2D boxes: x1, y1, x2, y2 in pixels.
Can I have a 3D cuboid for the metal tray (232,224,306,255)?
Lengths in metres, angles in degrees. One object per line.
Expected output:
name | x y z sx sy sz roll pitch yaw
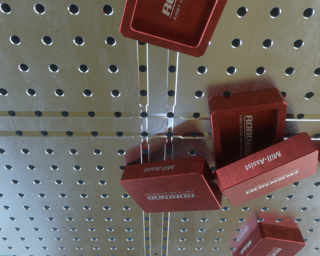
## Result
metal tray | 0.213 0.244 0.617 0.091 0.030 0.129 11 129 -10

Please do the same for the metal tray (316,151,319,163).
metal tray | 0.308 0.045 0.448 0.130 0.030 0.090 -28 125 22

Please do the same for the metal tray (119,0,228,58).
metal tray | 0.020 -0.139 0.289 0.091 0.030 0.129 13 129 -11

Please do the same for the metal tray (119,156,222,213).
metal tray | 0.017 0.088 0.464 0.130 0.030 0.090 -10 131 26

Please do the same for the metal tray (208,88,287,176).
metal tray | 0.117 0.014 0.420 0.090 0.030 0.129 -8 130 6

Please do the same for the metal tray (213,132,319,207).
metal tray | 0.149 0.062 0.431 0.130 0.030 0.090 -26 146 10
